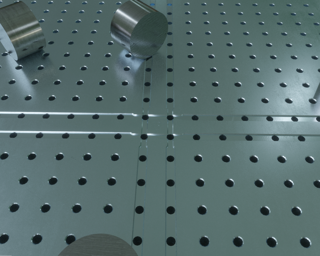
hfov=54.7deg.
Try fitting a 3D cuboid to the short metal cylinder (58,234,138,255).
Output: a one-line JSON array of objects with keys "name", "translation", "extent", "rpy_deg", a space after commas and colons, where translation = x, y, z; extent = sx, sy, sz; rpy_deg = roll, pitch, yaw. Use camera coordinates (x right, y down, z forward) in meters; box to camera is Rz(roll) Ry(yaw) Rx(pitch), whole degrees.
[{"name": "short metal cylinder", "translation": [-0.053, 0.141, 0.272], "extent": [0.081, 0.050, 0.080], "rpy_deg": [0, 50, 0]}]

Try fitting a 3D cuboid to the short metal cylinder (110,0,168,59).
[{"name": "short metal cylinder", "translation": [-0.033, -0.161, 0.507], "extent": [0.080, 0.080, 0.050], "rpy_deg": [-35, 58, -25]}]

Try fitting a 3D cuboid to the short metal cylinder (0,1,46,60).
[{"name": "short metal cylinder", "translation": [-0.230, -0.157, 0.502], "extent": [0.050, 0.080, 0.080], "rpy_deg": [-35, 58, -25]}]
